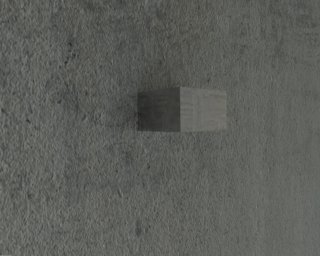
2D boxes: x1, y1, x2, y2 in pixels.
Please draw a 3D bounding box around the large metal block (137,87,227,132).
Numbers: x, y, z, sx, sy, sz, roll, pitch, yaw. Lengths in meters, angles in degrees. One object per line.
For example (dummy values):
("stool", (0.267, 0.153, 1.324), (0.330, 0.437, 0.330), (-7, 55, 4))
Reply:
("large metal block", (0.027, -0.022, 0.395), (0.081, 0.080, 0.050), (-2, 92, -40))
